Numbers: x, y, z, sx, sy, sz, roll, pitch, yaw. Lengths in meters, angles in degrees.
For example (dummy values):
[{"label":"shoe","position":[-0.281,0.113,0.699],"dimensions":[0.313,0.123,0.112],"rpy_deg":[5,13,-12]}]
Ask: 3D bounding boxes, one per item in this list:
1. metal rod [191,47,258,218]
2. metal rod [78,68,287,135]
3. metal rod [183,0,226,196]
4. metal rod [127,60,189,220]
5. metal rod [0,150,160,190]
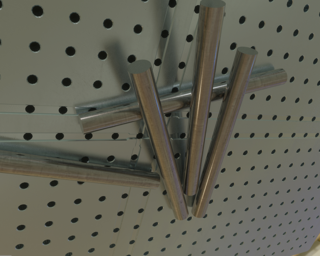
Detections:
[{"label":"metal rod","position":[0.086,0.028,0.455],"dimensions":[0.025,0.025,0.298],"rpy_deg":[-10,129,-24]},{"label":"metal rod","position":[0.045,-0.041,0.412],"dimensions":[0.302,0.025,0.025],"rpy_deg":[-15,125,-21]},{"label":"metal rod","position":[0.050,-0.011,0.403],"dimensions":[0.025,0.025,0.298],"rpy_deg":[-17,135,-19]},{"label":"metal rod","position":[0.007,0.041,0.419],"dimensions":[0.025,0.025,0.299],"rpy_deg":[-27,135,-12]},{"label":"metal rod","position":[-0.128,0.048,0.371],"dimensions":[0.302,0.025,0.025],"rpy_deg":[14,111,-35]}]
